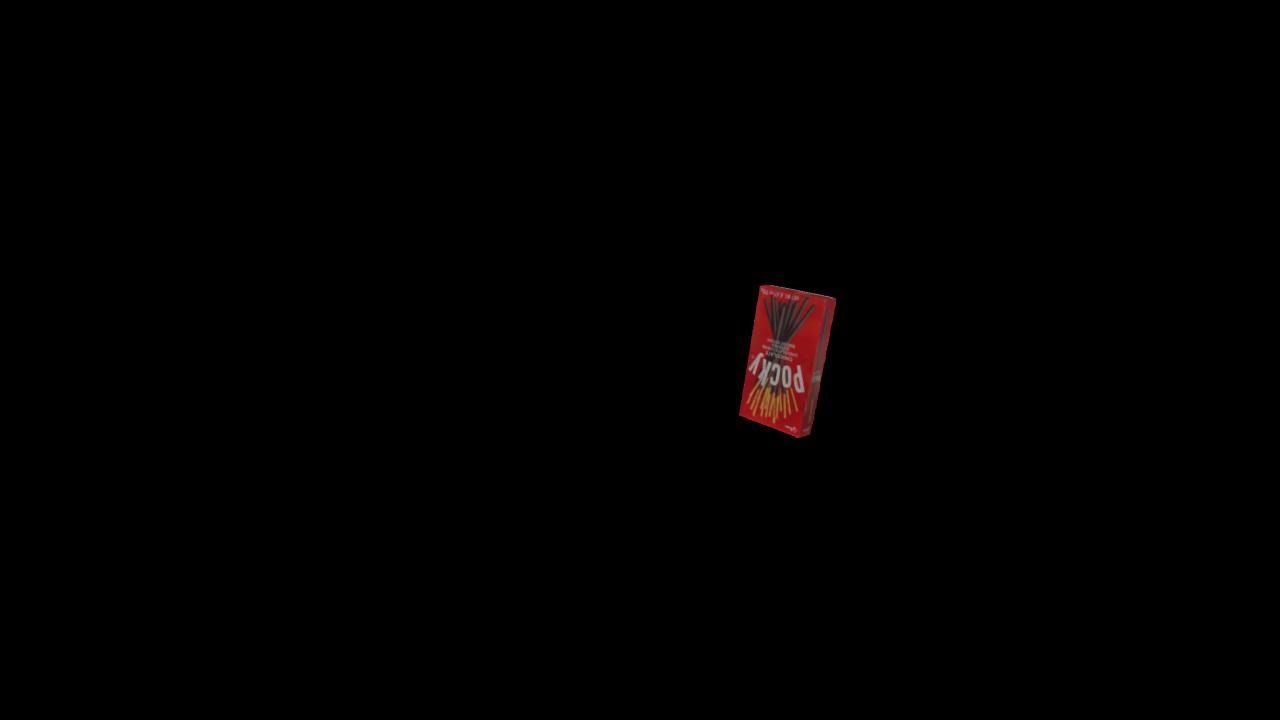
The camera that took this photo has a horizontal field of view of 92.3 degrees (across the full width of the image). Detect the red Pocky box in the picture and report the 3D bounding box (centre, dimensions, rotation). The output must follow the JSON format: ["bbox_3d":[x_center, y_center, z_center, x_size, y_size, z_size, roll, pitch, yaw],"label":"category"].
[{"bbox_3d":[0.159,0.001,0.674,0.083,0.155,0.028,18,17,41],"label":"red Pocky box"}]
